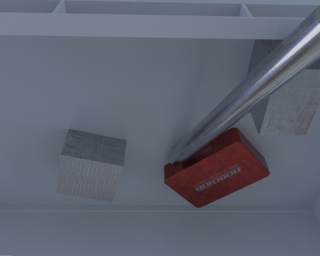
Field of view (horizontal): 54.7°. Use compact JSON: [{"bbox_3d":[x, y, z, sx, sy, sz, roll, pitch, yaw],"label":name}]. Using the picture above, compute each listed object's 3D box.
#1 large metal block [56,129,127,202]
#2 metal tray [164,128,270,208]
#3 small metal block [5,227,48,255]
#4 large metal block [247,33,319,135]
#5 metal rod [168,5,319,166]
[{"bbox_3d":[-0.097,0.054,0.438,0.081,0.050,0.079,12,129,-11],"label":"large metal block"},{"bbox_3d":[0.082,0.064,0.462,0.130,0.030,0.090,-32,124,24],"label":"metal tray"},{"bbox_3d":[-0.256,0.221,0.597,0.050,0.025,0.050,-23,127,18],"label":"small metal block"},{"bbox_3d":[0.130,-0.048,0.334,0.050,0.080,0.079,0,130,-1],"label":"large metal block"},{"bbox_3d":[0.063,-0.010,0.315,0.025,0.025,0.299,13,156,-11],"label":"metal rod"}]
